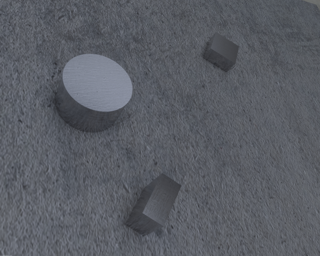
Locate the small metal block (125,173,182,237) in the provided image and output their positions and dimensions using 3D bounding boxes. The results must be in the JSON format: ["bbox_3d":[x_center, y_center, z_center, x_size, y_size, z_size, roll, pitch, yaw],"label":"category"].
[{"bbox_3d":[-0.008,0.083,0.334,0.025,0.050,0.050,35,51,-6],"label":"small metal block"}]

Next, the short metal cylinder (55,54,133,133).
[{"bbox_3d":[-0.080,-0.041,0.371,0.081,0.050,0.080,14,56,-21],"label":"short metal cylinder"}]

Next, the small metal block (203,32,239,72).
[{"bbox_3d":[0.108,-0.134,0.546,0.050,0.025,0.050,29,52,-11],"label":"small metal block"}]
